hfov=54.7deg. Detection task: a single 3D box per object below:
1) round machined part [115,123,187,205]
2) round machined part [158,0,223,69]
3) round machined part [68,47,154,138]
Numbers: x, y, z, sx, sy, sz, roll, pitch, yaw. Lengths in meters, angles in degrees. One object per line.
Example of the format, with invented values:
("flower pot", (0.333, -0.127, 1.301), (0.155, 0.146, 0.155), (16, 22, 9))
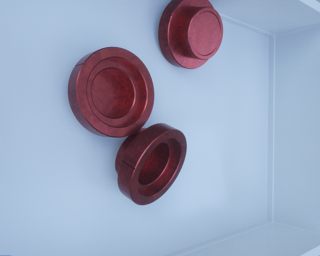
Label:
("round machined part", (-0.015, 0.039, 0.369), (0.099, 0.042, 0.097), (-34, 138, -37))
("round machined part", (0.048, -0.129, 0.423), (0.099, 0.042, 0.097), (-16, 116, -37))
("round machined part", (-0.057, -0.038, 0.349), (0.099, 0.042, 0.097), (0, 90, -40))
